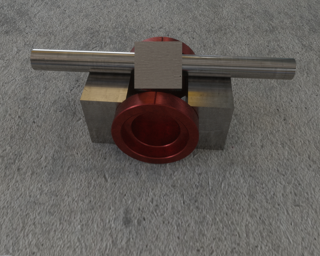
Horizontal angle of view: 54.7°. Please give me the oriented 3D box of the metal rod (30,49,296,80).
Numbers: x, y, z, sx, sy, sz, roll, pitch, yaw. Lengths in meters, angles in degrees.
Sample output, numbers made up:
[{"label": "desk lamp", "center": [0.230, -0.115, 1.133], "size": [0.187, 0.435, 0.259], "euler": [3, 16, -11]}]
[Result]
[{"label": "metal rod", "center": [0.002, -0.075, 0.364], "size": [0.302, 0.025, 0.025], "euler": [2, 50, 2]}]

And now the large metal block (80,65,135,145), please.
[{"label": "large metal block", "center": [-0.060, -0.035, 0.398], "size": [0.050, 0.080, 0.080], "euler": [3, 50, 3]}]

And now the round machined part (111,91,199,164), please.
[{"label": "round machined part", "center": [-0.004, -0.005, 0.361], "size": [0.099, 0.097, 0.042], "euler": [4, 45, 3]}]

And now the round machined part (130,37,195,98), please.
[{"label": "round machined part", "center": [0.002, -0.069, 0.415], "size": [0.099, 0.097, 0.042], "euler": [3, 51, 2]}]

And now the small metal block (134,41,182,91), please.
[{"label": "small metal block", "center": [-0.001, -0.067, 0.339], "size": [0.050, 0.025, 0.050], "euler": [0, 90, 2]}]

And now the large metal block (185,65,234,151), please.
[{"label": "large metal block", "center": [0.058, -0.028, 0.393], "size": [0.050, 0.080, 0.080], "euler": [3, 50, 2]}]
